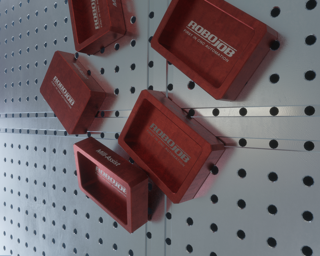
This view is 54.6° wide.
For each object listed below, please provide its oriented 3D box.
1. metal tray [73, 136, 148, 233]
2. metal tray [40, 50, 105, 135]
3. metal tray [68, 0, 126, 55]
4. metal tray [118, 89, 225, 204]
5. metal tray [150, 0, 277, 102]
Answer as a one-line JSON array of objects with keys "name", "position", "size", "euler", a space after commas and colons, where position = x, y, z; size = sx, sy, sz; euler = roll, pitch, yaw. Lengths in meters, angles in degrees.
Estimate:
[{"name": "metal tray", "position": [-0.072, 0.078, 0.447], "size": [0.130, 0.030, 0.089], "euler": [28, 129, 36]}, {"name": "metal tray", "position": [-0.155, -0.062, 0.536], "size": [0.130, 0.030, 0.090], "euler": [48, 118, 29]}, {"name": "metal tray", "position": [-0.105, -0.194, 0.494], "size": [0.090, 0.030, 0.129], "euler": [-17, 79, 38]}, {"name": "metal tray", "position": [0.008, 0.020, 0.400], "size": [0.130, 0.030, 0.090], "euler": [43, 116, 31]}, {"name": "metal tray", "position": [0.055, -0.103, 0.361], "size": [0.130, 0.030, 0.090], "euler": [45, 117, 30]}]
